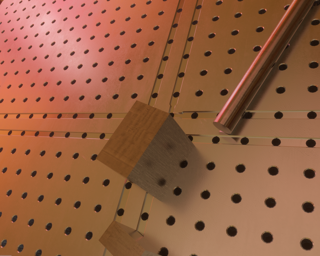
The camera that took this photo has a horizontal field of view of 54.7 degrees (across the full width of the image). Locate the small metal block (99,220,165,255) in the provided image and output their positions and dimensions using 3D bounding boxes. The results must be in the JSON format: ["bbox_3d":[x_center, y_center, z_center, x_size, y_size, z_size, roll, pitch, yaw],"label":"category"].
[{"bbox_3d":[-0.028,0.128,0.327,0.050,0.050,0.025,29,78,37],"label":"small metal block"}]

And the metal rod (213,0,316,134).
[{"bbox_3d":[0.158,-0.121,0.398,0.025,0.025,0.300,26,75,36],"label":"metal rod"}]

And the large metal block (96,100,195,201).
[{"bbox_3d":[-0.013,0.028,0.362,0.050,0.080,0.080,24,75,36],"label":"large metal block"}]
